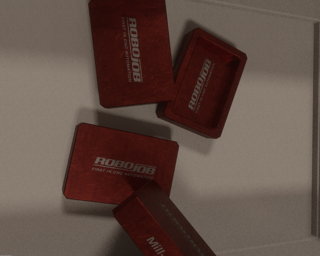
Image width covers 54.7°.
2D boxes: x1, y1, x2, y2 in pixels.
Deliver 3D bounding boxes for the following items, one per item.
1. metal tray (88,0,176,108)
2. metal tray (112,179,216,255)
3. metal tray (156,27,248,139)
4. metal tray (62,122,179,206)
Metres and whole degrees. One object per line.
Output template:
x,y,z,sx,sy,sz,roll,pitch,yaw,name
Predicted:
-0.033,-0.093,0.379,0.091,0.030,0.129,-6,92,1,metal tray
0.014,0.119,0.326,0.030,0.090,0.130,-41,82,8,metal tray
0.059,-0.060,0.430,0.091,0.030,0.130,23,82,-19,metal tray
-0.047,0.049,0.391,0.131,0.030,0.090,12,86,-20,metal tray
